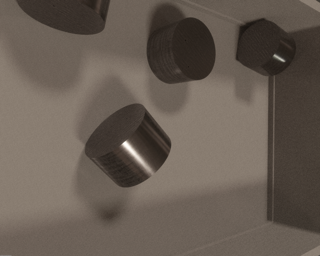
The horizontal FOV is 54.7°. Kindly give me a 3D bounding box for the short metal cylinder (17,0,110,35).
[{"bbox_3d":[-0.088,-0.131,0.298,0.081,0.080,0.050,16,80,-39],"label":"short metal cylinder"}]

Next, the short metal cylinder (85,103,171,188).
[{"bbox_3d":[-0.035,0.018,0.343,0.050,0.080,0.080,52,60,-28],"label":"short metal cylinder"}]

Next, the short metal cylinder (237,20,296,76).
[{"bbox_3d":[0.179,-0.133,0.524,0.050,0.080,0.080,14,81,-40],"label":"short metal cylinder"}]

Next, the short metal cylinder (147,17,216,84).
[{"bbox_3d":[0.029,-0.102,0.417,0.081,0.050,0.079,0,90,-40],"label":"short metal cylinder"}]
